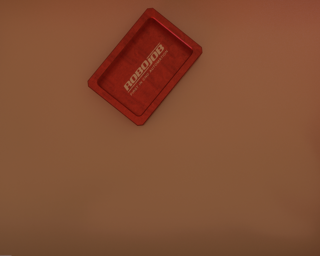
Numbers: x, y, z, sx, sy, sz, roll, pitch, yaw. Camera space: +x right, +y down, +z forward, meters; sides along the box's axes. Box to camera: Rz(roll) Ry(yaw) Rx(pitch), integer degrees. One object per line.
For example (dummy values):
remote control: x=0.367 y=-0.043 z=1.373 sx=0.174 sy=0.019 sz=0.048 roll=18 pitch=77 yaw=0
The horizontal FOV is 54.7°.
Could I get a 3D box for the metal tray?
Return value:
metal tray: x=-0.019 y=-0.078 z=0.408 sx=0.090 sy=0.030 sz=0.130 roll=39 pitch=90 yaw=-1
